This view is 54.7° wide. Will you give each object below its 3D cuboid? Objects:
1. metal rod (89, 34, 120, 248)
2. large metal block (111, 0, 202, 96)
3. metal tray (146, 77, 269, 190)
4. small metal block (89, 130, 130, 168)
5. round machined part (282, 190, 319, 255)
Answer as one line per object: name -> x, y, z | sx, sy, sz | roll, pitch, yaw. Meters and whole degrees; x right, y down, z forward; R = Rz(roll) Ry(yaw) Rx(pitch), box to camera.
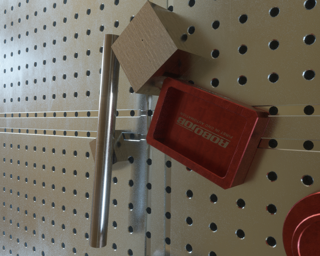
metal rod -> -0.078, 0.020, 0.441 | 0.025, 0.025, 0.298 | 7, 94, 40
large metal block -> -0.007, -0.099, 0.399 | 0.080, 0.050, 0.080 | -42, 65, 32
metal tray -> 0.049, 0.002, 0.365 | 0.130, 0.030, 0.089 | 28, 108, 36
small metal block -> -0.078, 0.036, 0.474 | 0.050, 0.025, 0.050 | -30, 71, 36
round machined part -> 0.156, 0.104, 0.269 | 0.098, 0.042, 0.097 | 0, 90, 40
